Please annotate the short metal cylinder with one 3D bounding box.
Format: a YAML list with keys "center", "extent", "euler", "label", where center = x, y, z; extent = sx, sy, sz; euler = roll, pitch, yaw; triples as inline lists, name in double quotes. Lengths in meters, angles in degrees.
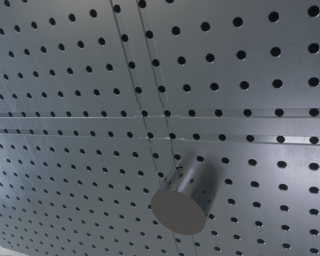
- center: [0.034, 0.104, 0.442]
  extent: [0.080, 0.050, 0.080]
  euler: [13, 124, 21]
  label: "short metal cylinder"
